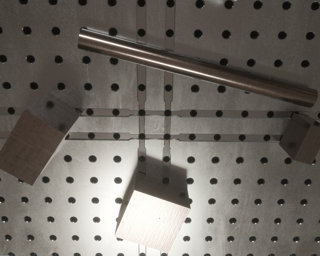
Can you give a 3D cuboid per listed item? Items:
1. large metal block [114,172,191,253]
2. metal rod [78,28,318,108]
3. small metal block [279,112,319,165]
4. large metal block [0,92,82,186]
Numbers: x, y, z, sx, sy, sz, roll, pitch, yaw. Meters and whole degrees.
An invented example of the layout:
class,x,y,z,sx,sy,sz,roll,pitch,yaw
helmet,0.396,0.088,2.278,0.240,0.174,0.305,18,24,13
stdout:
class,x,y,z,sx,sy,sz,roll,pitch,yaw
large metal block,-0.011,0.121,0.444,0.080,0.050,0.079,20,109,-8
metal rod,0.051,-0.073,0.387,0.302,0.025,0.025,13,110,-6
small metal block,0.188,0.013,0.408,0.025,0.050,0.050,16,109,-6
large metal block,-0.148,0.011,0.386,0.050,0.080,0.080,33,106,-12
